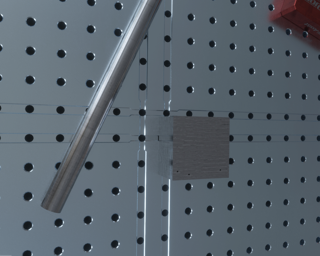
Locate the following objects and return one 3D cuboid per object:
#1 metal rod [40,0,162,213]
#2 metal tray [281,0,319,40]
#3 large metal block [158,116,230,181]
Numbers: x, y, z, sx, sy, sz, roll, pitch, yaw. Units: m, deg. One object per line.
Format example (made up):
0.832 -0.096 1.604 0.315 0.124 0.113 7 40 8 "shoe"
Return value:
-0.069 -0.040 0.387 0.025 0.025 0.299 27 81 -19 "metal rod"
0.270 -0.201 0.511 0.131 0.030 0.090 22 83 -19 "metal tray"
0.045 0.025 0.417 0.081 0.050 0.079 1 90 -21 "large metal block"
